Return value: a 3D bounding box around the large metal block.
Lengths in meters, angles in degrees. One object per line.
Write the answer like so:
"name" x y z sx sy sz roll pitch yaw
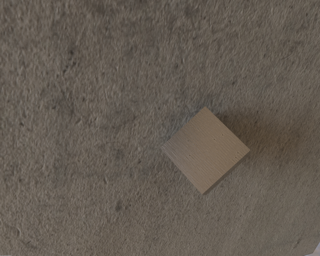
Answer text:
"large metal block" 0.061 0.032 0.414 0.080 0.080 0.050 -43 161 1
